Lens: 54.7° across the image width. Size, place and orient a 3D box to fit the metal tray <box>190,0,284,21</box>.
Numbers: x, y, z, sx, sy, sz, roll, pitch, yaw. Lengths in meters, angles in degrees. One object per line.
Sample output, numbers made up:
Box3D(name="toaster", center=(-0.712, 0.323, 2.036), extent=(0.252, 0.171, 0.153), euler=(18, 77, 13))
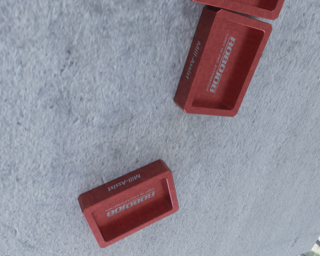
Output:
Box3D(name="metal tray", center=(0.092, -0.178, 0.344), extent=(0.131, 0.030, 0.089), euler=(0, 118, -29))

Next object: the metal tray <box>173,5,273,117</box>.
Box3D(name="metal tray", center=(0.079, -0.080, 0.398), extent=(0.091, 0.030, 0.129), euler=(3, 117, -30))

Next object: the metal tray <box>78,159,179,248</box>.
Box3D(name="metal tray", center=(-0.041, 0.110, 0.450), extent=(0.131, 0.030, 0.089), euler=(-23, 127, -15))
